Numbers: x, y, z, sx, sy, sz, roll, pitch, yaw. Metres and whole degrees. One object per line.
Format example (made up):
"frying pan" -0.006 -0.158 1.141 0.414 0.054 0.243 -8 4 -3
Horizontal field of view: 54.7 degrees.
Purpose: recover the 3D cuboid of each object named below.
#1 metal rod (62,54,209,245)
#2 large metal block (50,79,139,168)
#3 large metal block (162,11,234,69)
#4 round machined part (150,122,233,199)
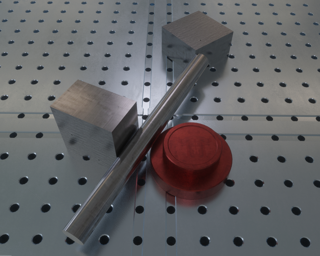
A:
"metal rod" -0.011 0.002 0.379 0.025 0.025 0.301 23 55 18
"large metal block" -0.073 -0.001 0.372 0.080 0.080 0.050 21 53 17
"large metal block" 0.059 -0.141 0.511 0.081 0.050 0.080 -31 57 -24
"round machined part" 0.037 0.032 0.370 0.099 0.042 0.098 0 50 0
